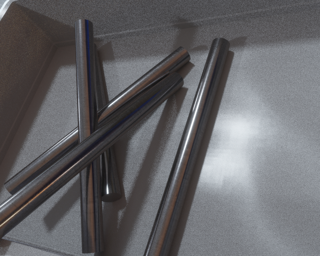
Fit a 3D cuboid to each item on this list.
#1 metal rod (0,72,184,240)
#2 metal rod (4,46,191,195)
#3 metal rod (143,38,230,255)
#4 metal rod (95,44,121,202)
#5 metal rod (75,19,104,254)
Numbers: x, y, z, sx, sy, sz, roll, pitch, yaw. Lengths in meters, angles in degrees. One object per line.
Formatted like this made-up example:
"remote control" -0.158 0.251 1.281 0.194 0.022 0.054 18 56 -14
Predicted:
"metal rod" -0.069 0.016 0.354 0.025 0.025 0.302 19 47 35
"metal rod" -0.077 -0.015 0.425 0.301 0.025 0.025 -40 50 -11
"metal rod" 0.039 0.013 0.377 0.025 0.025 0.300 6 64 31
"metal rod" -0.094 -0.030 0.473 0.025 0.025 0.299 -25 53 13
"metal rod" -0.092 -0.001 0.394 0.025 0.025 0.299 -12 74 22
